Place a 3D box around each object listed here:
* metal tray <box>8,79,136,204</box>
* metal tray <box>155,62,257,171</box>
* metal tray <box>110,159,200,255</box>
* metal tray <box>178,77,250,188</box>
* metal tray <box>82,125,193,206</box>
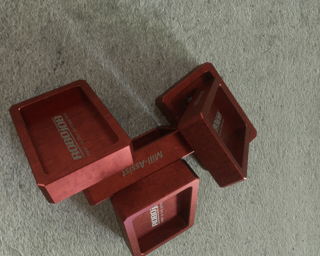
[{"bbox_3d":[-0.095,0.005,0.325,0.091,0.130,0.030,-26,138,-19],"label":"metal tray"},{"bbox_3d":[0.067,-0.014,0.433,0.090,0.030,0.130,-40,103,-16],"label":"metal tray"},{"bbox_3d":[-0.002,0.100,0.364,0.091,0.030,0.129,-26,144,-18],"label":"metal tray"},{"bbox_3d":[0.073,-0.001,0.379,0.090,0.030,0.130,54,29,-13],"label":"metal tray"},{"bbox_3d":[-0.033,0.037,0.364,0.131,0.090,0.030,-26,99,-18],"label":"metal tray"}]
